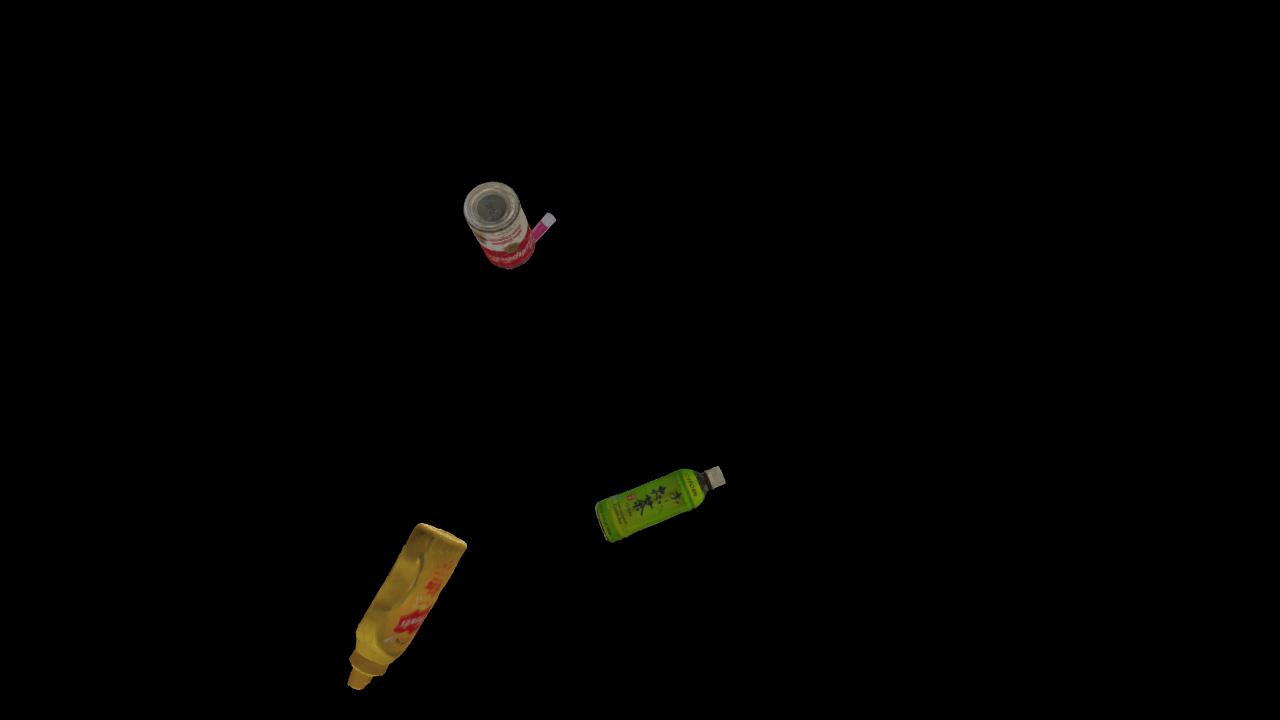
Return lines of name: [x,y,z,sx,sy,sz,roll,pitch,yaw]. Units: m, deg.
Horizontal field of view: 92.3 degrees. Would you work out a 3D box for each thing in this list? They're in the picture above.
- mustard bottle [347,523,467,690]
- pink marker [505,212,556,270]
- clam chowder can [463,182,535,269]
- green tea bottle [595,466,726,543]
mustard bottle: [-0.273,0.282,0.701,0.054,0.184,0.092,24,-18,13]
pink marker: [-0.181,-0.190,0.999,0.121,0.020,0.020,-42,-19,22]
clam chowder can: [-0.171,-0.164,0.757,0.068,0.068,0.102,0,-16,1]
green tea bottle: [0.036,0.226,0.996,0.212,0.073,0.073,-21,1,-2]
